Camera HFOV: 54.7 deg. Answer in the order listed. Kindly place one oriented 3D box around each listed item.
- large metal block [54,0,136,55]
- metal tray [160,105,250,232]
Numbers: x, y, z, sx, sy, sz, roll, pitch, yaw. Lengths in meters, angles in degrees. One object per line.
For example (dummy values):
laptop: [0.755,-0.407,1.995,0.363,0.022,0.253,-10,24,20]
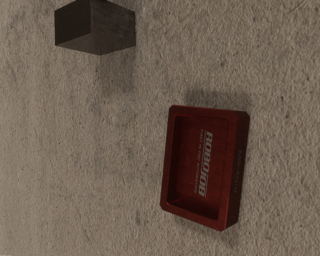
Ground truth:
large metal block: [-0.092,-0.142,0.443,0.080,0.081,0.050,-2,89,39]
metal tray: [0.049,0.041,0.359,0.090,0.030,0.129,9,96,39]
